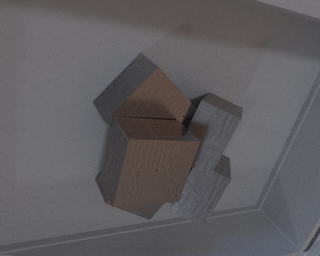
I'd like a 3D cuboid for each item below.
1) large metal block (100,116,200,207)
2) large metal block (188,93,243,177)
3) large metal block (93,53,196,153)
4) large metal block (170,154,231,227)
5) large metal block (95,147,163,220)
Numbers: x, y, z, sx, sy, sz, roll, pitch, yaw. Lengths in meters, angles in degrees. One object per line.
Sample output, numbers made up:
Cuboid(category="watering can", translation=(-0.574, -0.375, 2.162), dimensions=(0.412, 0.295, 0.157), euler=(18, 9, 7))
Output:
Cuboid(category="large metal block", translation=(-0.013, 0.036, 0.340), dimensions=(0.081, 0.050, 0.079), euler=(3, 116, -29))
Cuboid(category="large metal block", translation=(0.065, 0.005, 0.403), dimensions=(0.079, 0.050, 0.080), euler=(-65, 171, 18))
Cuboid(category="large metal block", translation=(-0.017, -0.026, 0.367), dimensions=(0.080, 0.050, 0.080), euler=(-45, 130, 3))
Cuboid(category="large metal block", translation=(0.060, 0.079, 0.446), dimensions=(0.050, 0.080, 0.079), euler=(26, 108, 3))
Cuboid(category="large metal block", translation=(-0.025, 0.067, 0.416), dimensions=(0.080, 0.050, 0.080), euler=(34, 99, -39))
